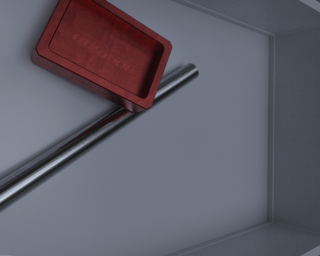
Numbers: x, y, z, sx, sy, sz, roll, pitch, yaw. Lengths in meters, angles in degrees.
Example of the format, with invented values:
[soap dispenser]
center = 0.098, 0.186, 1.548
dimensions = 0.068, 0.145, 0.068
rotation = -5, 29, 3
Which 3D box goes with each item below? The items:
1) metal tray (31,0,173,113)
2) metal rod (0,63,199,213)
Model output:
[metal tray]
center = -0.058, -0.083, 0.338
dimensions = 0.131, 0.030, 0.090
rotation = 26, 72, -25
[metal rod]
center = -0.054, -0.007, 0.362
dimensions = 0.302, 0.025, 0.025
rotation = -37, 113, -34
